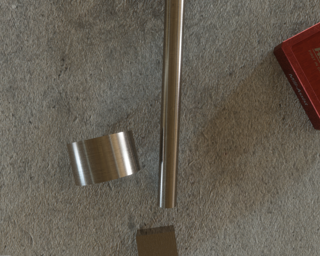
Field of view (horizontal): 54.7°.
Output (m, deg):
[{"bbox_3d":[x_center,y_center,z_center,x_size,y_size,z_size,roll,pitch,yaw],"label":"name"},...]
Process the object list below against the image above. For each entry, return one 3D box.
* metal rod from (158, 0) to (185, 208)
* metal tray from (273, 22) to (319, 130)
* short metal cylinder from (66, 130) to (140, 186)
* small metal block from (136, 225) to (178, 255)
[{"bbox_3d":[0.015,-0.046,0.394,0.025,0.025,0.298,2,96,-1],"label":"metal rod"},{"bbox_3d":[0.223,-0.072,0.410,0.090,0.030,0.130,-28,90,-1],"label":"metal tray"},{"bbox_3d":[-0.069,0.035,0.382,0.080,0.080,0.050,-12,90,0],"label":"short metal cylinder"},{"bbox_3d":[-0.003,0.161,0.410,0.050,0.025,0.050,-8,90,-1],"label":"small metal block"}]
